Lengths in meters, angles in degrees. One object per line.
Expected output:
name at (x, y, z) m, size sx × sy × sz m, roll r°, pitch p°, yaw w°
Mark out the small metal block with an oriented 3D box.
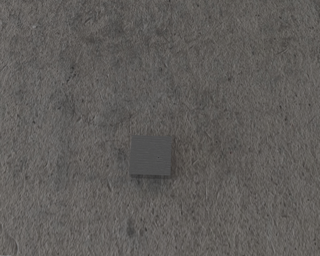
small metal block at (-0.011, 0.037, 0.395) m, size 0.050 × 0.025 × 0.050 m, roll 2°, pitch 70°, yaw 1°
